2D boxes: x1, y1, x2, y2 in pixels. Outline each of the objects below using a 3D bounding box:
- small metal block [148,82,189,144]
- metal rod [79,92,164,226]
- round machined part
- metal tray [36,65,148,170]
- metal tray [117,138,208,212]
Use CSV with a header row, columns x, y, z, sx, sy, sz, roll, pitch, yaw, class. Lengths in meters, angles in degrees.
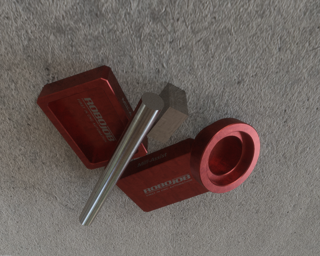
x,y,z,sx,sy,sz,roll,pitch,yaw,class
0.008,-0.018,0.375,0.025,0.050,0.050,25,126,-20,small metal block
-0.066,0.063,0.420,0.025,0.025,0.298,18,136,-15,metal rod
0.080,0.032,0.406,0.099,0.042,0.097,-12,115,-26,round machined part
-0.080,-0.007,0.396,0.090,0.030,0.130,-16,129,12,metal tray
0.011,0.075,0.468,0.130,0.030,0.090,-23,127,18,metal tray
